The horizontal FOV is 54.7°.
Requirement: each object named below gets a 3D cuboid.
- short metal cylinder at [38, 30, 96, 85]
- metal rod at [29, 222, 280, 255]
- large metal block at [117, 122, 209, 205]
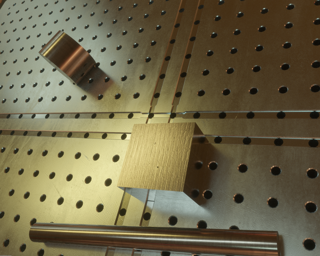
[{"bbox_3d":[-0.157,-0.119,0.529,0.080,0.080,0.050,34,81,38],"label":"short metal cylinder"},{"bbox_3d":[-0.027,0.123,0.347,0.300,0.025,0.025,-6,59,25],"label":"metal rod"},{"bbox_3d":[0.006,0.041,0.364,0.080,0.050,0.080,-1,61,27],"label":"large metal block"}]
